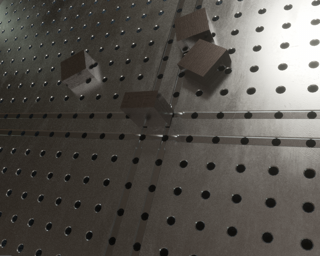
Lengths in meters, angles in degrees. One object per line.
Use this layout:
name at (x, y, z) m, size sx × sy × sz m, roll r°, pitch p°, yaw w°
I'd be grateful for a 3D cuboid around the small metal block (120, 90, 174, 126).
small metal block at (-0.017, -0.025, 0.415) m, size 0.050 × 0.050 × 0.025 m, roll 0°, pitch 62°, yaw 28°

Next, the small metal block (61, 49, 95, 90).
small metal block at (-0.146, -0.103, 0.545) m, size 0.050 × 0.025 × 0.050 m, roll -25°, pitch 53°, yaw 12°

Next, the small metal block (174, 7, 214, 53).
small metal block at (0.052, -0.149, 0.471) m, size 0.050 × 0.025 × 0.050 m, roll -16°, pitch 55°, yaw 18°

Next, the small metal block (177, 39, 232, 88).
small metal block at (0.062, -0.091, 0.431) m, size 0.050 × 0.025 × 0.050 m, roll -49°, pitch 52°, yaw -7°
